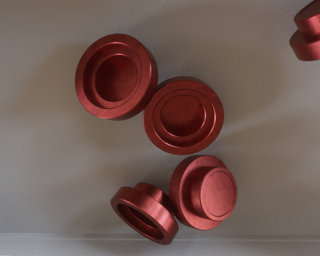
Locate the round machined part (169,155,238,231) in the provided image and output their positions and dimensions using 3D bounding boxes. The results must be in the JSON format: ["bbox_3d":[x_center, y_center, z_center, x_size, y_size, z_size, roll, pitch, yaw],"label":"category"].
[{"bbox_3d":[0.063,0.084,0.405,0.099,0.042,0.097,4,84,-36],"label":"round machined part"}]

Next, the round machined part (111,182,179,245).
[{"bbox_3d":[-0.016,0.112,0.425,0.098,0.042,0.097,26,146,20],"label":"round machined part"}]

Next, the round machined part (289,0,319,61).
[{"bbox_3d":[0.185,-0.117,0.330,0.098,0.098,0.042,-33,107,11],"label":"round machined part"}]

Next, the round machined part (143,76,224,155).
[{"bbox_3d":[0.028,-0.018,0.394,0.099,0.042,0.097,-1,112,-3],"label":"round machined part"}]

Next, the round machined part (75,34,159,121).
[{"bbox_3d":[-0.047,-0.056,0.365,0.098,0.042,0.097,-3,82,22],"label":"round machined part"}]
